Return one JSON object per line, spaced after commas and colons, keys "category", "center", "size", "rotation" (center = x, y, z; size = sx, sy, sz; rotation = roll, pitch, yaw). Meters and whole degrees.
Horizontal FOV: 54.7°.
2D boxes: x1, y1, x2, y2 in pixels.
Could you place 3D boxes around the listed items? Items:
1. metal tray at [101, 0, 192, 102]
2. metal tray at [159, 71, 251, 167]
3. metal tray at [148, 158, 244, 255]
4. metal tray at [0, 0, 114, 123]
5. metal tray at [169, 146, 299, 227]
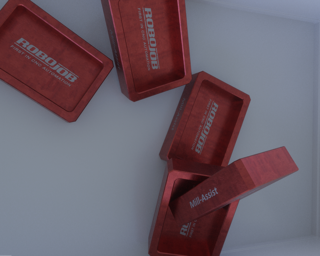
{"category": "metal tray", "center": [-0.012, -0.106, 0.375], "size": [0.091, 0.030, 0.129], "rotation": [-21, 123, -19]}
{"category": "metal tray", "center": [0.064, -0.002, 0.432], "size": [0.091, 0.030, 0.130], "rotation": [24, 82, -19]}
{"category": "metal tray", "center": [0.041, 0.107, 0.386], "size": [0.091, 0.030, 0.129], "rotation": [10, 112, -6]}
{"category": "metal tray", "center": [-0.132, -0.076, 0.359], "size": [0.130, 0.030, 0.090], "rotation": [35, 79, -17]}
{"category": "metal tray", "center": [0.081, 0.070, 0.358], "size": [0.091, 0.129, 0.030], "rotation": [-8, 64, -39]}
